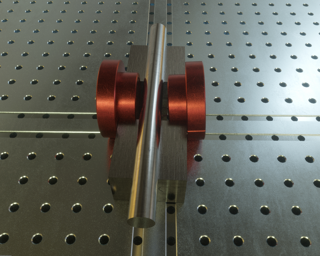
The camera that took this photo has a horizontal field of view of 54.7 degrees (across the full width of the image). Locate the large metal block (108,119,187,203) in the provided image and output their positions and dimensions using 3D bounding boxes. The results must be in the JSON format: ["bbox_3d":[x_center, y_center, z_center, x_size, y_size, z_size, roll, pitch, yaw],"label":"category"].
[{"bbox_3d":[-0.011,0.037,0.360,0.080,0.050,0.080,2,50,2],"label":"large metal block"}]

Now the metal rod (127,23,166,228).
[{"bbox_3d":[-0.010,-0.031,0.369,0.025,0.025,0.300,2,50,2],"label":"metal rod"}]

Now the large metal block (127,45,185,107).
[{"bbox_3d":[-0.005,-0.076,0.455,0.080,0.050,0.080,2,50,1],"label":"large metal block"}]

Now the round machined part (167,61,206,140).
[{"bbox_3d":[0.033,-0.033,0.388,0.042,0.098,0.098,-2,50,5],"label":"round machined part"}]

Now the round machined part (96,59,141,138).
[{"bbox_3d":[-0.048,-0.036,0.389,0.042,0.097,0.098,1,50,1],"label":"round machined part"}]
